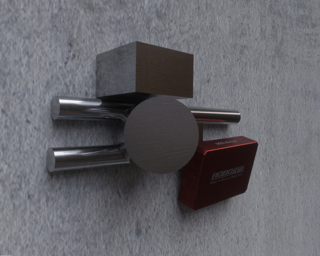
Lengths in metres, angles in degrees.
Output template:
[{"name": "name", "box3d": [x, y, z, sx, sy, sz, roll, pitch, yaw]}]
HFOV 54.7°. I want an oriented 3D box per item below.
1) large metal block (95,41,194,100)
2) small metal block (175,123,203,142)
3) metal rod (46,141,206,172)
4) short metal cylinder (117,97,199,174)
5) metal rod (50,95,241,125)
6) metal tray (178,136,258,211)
[{"name": "large metal block", "box3d": [-0.019, -0.060, 0.357, 0.081, 0.080, 0.050, 1, 90, -40]}, {"name": "small metal block", "box3d": [0.021, 0.005, 0.409, 0.050, 0.050, 0.025, 1, 90, -40]}, {"name": "metal rod", "box3d": [0.004, 0.032, 0.412, 0.302, 0.025, 0.025, 0, 90, -40]}, {"name": "short metal cylinder", "box3d": [-0.004, 0.008, 0.342, 0.081, 0.050, 0.080, 0, 88, -16]}, {"name": "metal rod", "box3d": [0.008, -0.019, 0.415, 0.302, 0.025, 0.025, 1, 90, -40]}, {"name": "metal tray", "box3d": [0.090, 0.063, 0.463, 0.131, 0.030, 0.089, -5, 111, -41]}]
